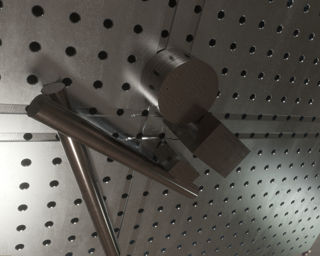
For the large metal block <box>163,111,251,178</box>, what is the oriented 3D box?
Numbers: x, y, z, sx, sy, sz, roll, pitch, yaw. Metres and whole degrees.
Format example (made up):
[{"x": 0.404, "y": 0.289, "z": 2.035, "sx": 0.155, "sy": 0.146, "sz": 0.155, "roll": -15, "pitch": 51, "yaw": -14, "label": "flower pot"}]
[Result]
[{"x": 0.063, "y": 0.011, "z": 0.419, "sx": 0.050, "sy": 0.080, "sz": 0.080, "roll": -48, "pitch": 130, "yaw": 5, "label": "large metal block"}]

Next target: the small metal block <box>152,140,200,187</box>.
[{"x": 0.023, "y": 0.050, "z": 0.441, "sx": 0.025, "sy": 0.050, "sz": 0.050, "roll": -46, "pitch": 130, "yaw": 4, "label": "small metal block"}]

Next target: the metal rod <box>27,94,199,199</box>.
[{"x": -0.033, "y": 0.041, "z": 0.401, "sx": 0.025, "sy": 0.025, "sz": 0.301, "roll": -48, "pitch": 135, "yaw": 5, "label": "metal rod"}]

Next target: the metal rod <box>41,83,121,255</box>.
[{"x": -0.093, "y": 0.079, "z": 0.410, "sx": 0.025, "sy": 0.025, "sz": 0.298, "roll": -21, "pitch": 127, "yaw": -17, "label": "metal rod"}]

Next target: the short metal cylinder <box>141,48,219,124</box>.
[{"x": 0.023, "y": -0.051, "z": 0.378, "sx": 0.081, "sy": 0.050, "sz": 0.079, "roll": -14, "pitch": 124, "yaw": -21, "label": "short metal cylinder"}]
